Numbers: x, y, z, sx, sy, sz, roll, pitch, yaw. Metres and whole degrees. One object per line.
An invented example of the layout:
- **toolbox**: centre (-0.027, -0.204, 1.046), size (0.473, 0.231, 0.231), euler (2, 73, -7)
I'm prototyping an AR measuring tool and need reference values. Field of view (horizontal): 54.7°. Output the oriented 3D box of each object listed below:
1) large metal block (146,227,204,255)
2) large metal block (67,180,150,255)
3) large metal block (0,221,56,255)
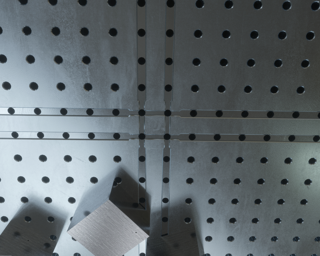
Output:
- **large metal block**: centre (0.025, 0.203, 0.460), size (0.080, 0.080, 0.050), euler (-18, 109, 6)
- **large metal block**: centre (-0.072, 0.138, 0.450), size (0.080, 0.050, 0.080), euler (-39, 106, 13)
- **large metal block**: centre (-0.213, 0.198, 0.454), size (0.080, 0.080, 0.050), euler (34, 106, -12)
